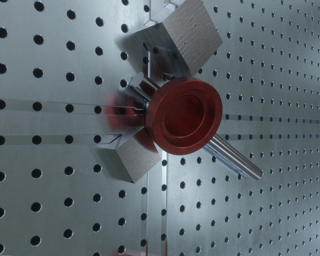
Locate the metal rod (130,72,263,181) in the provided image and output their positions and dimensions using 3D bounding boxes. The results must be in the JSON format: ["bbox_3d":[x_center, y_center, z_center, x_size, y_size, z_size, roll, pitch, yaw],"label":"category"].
[{"bbox_3d":[0.072,0.012,0.471,0.301,0.025,0.025,35,68,-35],"label":"metal rod"}]

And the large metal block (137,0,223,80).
[{"bbox_3d":[0.030,-0.123,0.420,0.080,0.050,0.080,-51,120,-28],"label":"large metal block"}]

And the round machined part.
[{"bbox_3d":[0.027,-0.018,0.392,0.099,0.042,0.097,-11,117,-23],"label":"round machined part"}]

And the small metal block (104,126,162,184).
[{"bbox_3d":[-0.032,0.032,0.384,0.050,0.025,0.050,-40,115,-33],"label":"small metal block"}]
